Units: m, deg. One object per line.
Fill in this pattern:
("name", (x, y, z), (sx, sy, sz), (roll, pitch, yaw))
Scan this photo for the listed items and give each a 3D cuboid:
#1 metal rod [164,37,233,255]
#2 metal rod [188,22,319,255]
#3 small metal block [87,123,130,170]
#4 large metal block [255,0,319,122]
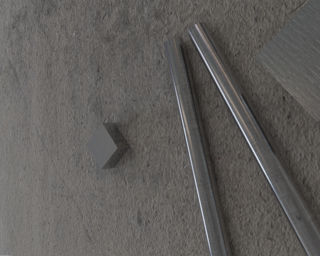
("metal rod", (0.047, 0.036, 0.366), (0.025, 0.025, 0.299), (-19, 78, 38))
("metal rod", (0.102, 0.013, 0.320), (0.025, 0.025, 0.299), (-37, 68, 34))
("small metal block", (-0.079, 0.027, 0.470), (0.050, 0.025, 0.050), (-51, 60, 28))
("large metal block", (0.147, -0.061, 0.268), (0.080, 0.050, 0.080), (-49, 61, 29))
